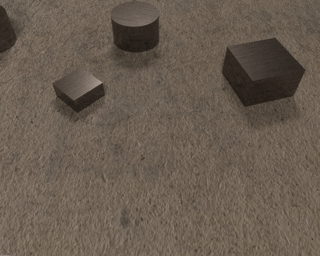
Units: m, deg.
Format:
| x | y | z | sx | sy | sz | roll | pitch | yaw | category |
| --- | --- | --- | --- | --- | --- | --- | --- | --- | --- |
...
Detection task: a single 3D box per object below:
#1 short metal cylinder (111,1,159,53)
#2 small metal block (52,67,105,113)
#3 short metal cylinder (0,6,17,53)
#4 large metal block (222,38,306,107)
| x | y | z | sx | sy | sz | roll | pitch | yaw | category |
| --- | --- | --- | --- | --- | --- | --- | --- | --- | --- |
| -0.042 | -0.175 | 0.533 | 0.081 | 0.050 | 0.080 | 0 | 50 | 0 | short metal cylinder |
| -0.117 | -0.056 | 0.449 | 0.050 | 0.025 | 0.050 | 36 | 58 | 26 | small metal block |
| -0.293 | -0.167 | 0.523 | 0.081 | 0.050 | 0.080 | 0 | 50 | 0 | short metal cylinder |
| 0.149 | -0.084 | 0.460 | 0.081 | 0.050 | 0.080 | -13 | 51 | -11 | large metal block |
